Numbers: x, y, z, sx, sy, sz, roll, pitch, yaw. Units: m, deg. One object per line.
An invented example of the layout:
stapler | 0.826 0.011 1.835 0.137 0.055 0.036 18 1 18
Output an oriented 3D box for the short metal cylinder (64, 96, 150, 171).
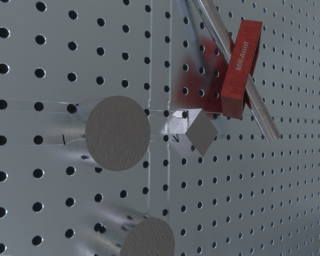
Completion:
short metal cylinder | -0.058 0.006 0.345 0.081 0.050 0.079 0 90 -40

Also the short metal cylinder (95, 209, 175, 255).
short metal cylinder | -0.029 0.142 0.370 0.081 0.050 0.079 0 90 -40

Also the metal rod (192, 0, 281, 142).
metal rod | 0.111 -0.107 0.475 0.025 0.025 0.299 -41 107 -32

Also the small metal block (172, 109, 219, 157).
small metal block | 0.053 0.007 0.454 0.050 0.025 0.050 52 60 -28

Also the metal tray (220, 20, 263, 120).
metal tray | 0.128 -0.089 0.483 0.090 0.030 0.130 55 51 -67
